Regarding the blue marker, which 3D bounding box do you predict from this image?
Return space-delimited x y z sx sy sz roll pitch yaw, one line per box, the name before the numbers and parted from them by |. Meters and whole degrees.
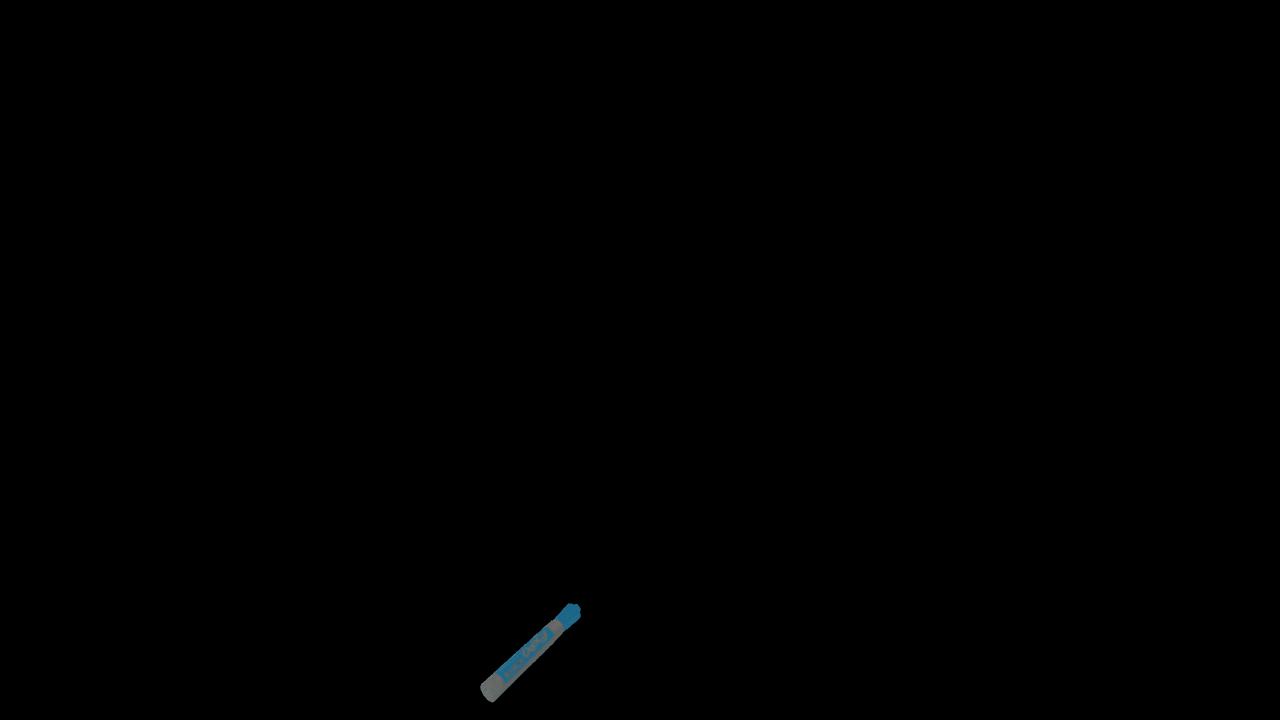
blue marker | -0.100 0.276 0.589 0.020 0.020 0.121 0 20 39
